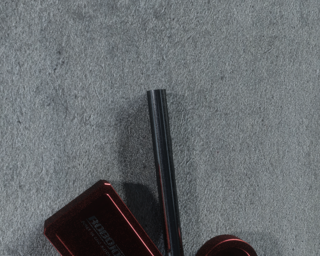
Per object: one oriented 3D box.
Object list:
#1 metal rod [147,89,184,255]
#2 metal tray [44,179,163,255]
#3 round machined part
[{"bbox_3d":[0.011,0.098,0.414,0.025,0.025,0.298,-7,93,-20],"label":"metal rod"},{"bbox_3d":[-0.067,0.141,0.382,0.090,0.030,0.130,-37,102,-17],"label":"metal tray"},{"bbox_3d":[0.087,0.198,0.434,0.099,0.042,0.097,0,90,-21],"label":"round machined part"}]
